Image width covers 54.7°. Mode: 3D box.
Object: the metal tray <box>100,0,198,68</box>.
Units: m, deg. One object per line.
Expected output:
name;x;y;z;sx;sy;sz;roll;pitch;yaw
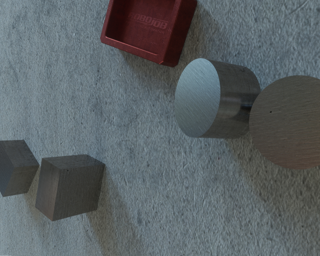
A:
metal tray;-0.021;-0.143;0.418;0.130;0.030;0.089;29;108;36

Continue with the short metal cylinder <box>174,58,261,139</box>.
short metal cylinder;0.057;-0.029;0.324;0.080;0.050;0.080;-11;78;61

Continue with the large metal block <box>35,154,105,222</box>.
large metal block;-0.140;0.089;0.485;0.050;0.081;0.079;19;102;38

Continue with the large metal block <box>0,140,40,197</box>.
large metal block;-0.301;0.081;0.637;0.080;0.050;0.080;45;117;30

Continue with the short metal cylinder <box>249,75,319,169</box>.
short metal cylinder;0.130;-0.005;0.282;0.080;0.050;0.080;0;90;39
